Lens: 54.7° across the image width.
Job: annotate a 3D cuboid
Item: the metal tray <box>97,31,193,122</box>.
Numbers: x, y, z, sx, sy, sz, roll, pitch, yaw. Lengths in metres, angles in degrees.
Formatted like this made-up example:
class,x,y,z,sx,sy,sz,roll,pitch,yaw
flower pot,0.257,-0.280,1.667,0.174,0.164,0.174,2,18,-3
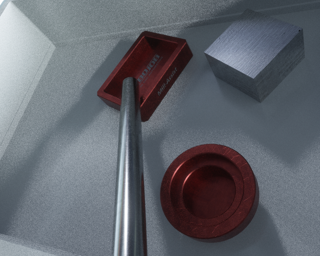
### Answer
class,x,y,z,sx,sy,sz,roll,pitch,yaw
metal tray,-0.023,-0.081,0.462,0.090,0.030,0.130,25,75,36

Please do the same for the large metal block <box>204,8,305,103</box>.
class,x,y,z,sx,sy,sz,roll,pitch,yaw
large metal block,0.117,-0.091,0.384,0.080,0.050,0.080,-46,51,-4

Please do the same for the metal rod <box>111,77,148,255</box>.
class,x,y,z,sx,sy,sz,roll,pitch,yaw
metal rod,-0.030,0.022,0.314,0.025,0.025,0.300,-26,32,12

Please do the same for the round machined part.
class,x,y,z,sx,sy,sz,roll,pitch,yaw
round machined part,0.053,0.069,0.324,0.098,0.042,0.098,-13,56,20
